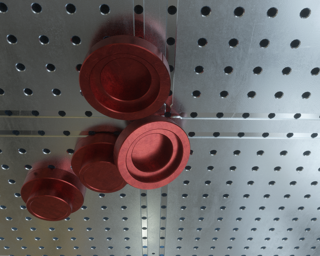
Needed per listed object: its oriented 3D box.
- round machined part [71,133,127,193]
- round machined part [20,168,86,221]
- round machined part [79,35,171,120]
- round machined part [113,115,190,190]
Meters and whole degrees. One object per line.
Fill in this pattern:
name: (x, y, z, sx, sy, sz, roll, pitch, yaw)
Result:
round machined part: (-0.079, 0.057, 0.448, 0.099, 0.042, 0.097, -1, 130, 0)
round machined part: (-0.172, 0.112, 0.493, 0.099, 0.042, 0.097, -1, 130, 0)
round machined part: (-0.037, -0.059, 0.350, 0.099, 0.042, 0.097, -1, 130, 0)
round machined part: (-0.013, 0.028, 0.408, 0.099, 0.042, 0.097, -9, 115, -19)
